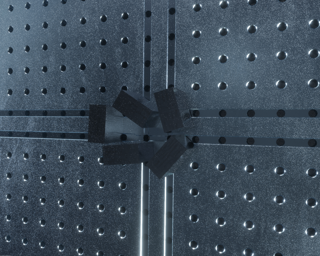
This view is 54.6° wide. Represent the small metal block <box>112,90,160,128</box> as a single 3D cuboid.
[{"bbox_3d":[-0.026,-0.025,0.409,0.050,0.050,0.025,35,102,16],"label":"small metal block"}]

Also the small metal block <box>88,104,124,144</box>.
[{"bbox_3d":[-0.073,-0.006,0.426,0.025,0.050,0.050,4,92,20],"label":"small metal block"}]

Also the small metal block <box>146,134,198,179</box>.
[{"bbox_3d":[0.016,0.035,0.393,0.025,0.050,0.050,44,104,15],"label":"small metal block"}]

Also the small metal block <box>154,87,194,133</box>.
[{"bbox_3d":[0.019,-0.021,0.392,0.025,0.050,0.050,-17,84,19],"label":"small metal block"}]

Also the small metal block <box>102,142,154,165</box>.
[{"bbox_3d":[-0.041,0.033,0.414,0.050,0.050,0.025,-5,88,20],"label":"small metal block"}]
